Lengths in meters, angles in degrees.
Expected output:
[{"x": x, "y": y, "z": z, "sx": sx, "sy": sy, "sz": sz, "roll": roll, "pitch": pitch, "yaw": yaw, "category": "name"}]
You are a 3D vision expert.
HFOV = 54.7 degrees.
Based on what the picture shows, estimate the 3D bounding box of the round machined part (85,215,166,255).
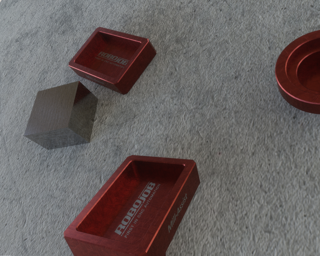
[{"x": -0.047, "y": 0.140, "z": 0.331, "sx": 0.098, "sy": 0.042, "sz": 0.098, "roll": -13, "pitch": 56, "yaw": 20, "category": "round machined part"}]

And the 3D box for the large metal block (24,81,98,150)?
[{"x": -0.149, "y": -0.018, "z": 0.475, "sx": 0.080, "sy": 0.050, "sz": 0.080, "roll": -10, "pitch": 58, "yaw": 22, "category": "large metal block"}]

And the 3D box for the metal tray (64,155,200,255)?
[{"x": -0.022, "y": 0.080, "z": 0.321, "sx": 0.090, "sy": 0.030, "sz": 0.131, "roll": 2, "pitch": 32, "yaw": 28, "category": "metal tray"}]

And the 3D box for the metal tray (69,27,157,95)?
[{"x": -0.081, "y": -0.115, "z": 0.511, "sx": 0.130, "sy": 0.030, "sz": 0.090, "roll": 25, "pitch": 75, "yaw": 36, "category": "metal tray"}]

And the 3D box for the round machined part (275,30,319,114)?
[{"x": 0.178, "y": -0.056, "z": 0.334, "sx": 0.098, "sy": 0.042, "sz": 0.098, "roll": -13, "pitch": 56, "yaw": 20, "category": "round machined part"}]
